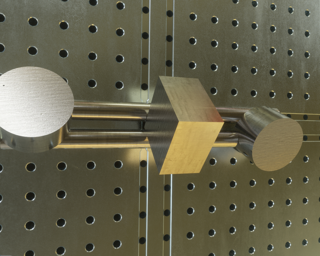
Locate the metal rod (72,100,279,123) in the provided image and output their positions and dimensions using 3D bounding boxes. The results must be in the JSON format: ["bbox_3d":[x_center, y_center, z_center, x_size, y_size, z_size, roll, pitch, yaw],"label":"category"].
[{"bbox_3d":[0.035,-0.020,0.425,0.302,0.025,0.025,1,90,-20],"label":"metal rod"}]

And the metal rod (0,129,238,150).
[{"bbox_3d":[-0.035,0.014,0.399,0.302,0.025,0.025,1,90,-20],"label":"metal rod"}]

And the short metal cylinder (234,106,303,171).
[{"bbox_3d":[0.152,0.014,0.441,0.081,0.050,0.079,-8,115,-16],"label":"short metal cylinder"}]

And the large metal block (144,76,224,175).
[{"bbox_3d":[0.023,-0.003,0.360,0.050,0.080,0.079,1,132,-20],"label":"large metal block"}]

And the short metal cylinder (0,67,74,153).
[{"bbox_3d":[-0.136,-0.019,0.334,0.081,0.050,0.080,8,65,-17],"label":"short metal cylinder"}]
